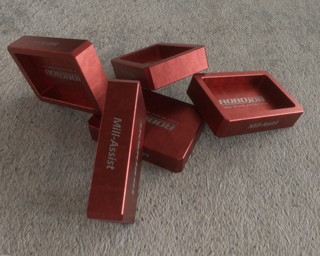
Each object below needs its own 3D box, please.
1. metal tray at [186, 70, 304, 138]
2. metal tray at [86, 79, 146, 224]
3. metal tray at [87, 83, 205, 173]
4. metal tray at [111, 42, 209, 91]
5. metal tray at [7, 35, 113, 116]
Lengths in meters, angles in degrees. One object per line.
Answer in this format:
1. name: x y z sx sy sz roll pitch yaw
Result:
1. metal tray: 0.112 -0.036 0.412 0.131 0.030 0.090 -7 49 -26
2. metal tray: -0.038 0.028 0.313 0.030 0.090 0.130 4 71 4
3. metal tray: -0.015 -0.005 0.405 0.130 0.030 0.090 20 53 15
4. metal tray: -0.005 -0.092 0.440 0.091 0.030 0.130 -25 26 -20
5. metal tray: -0.127 -0.069 0.399 0.130 0.090 0.030 14 50 32
